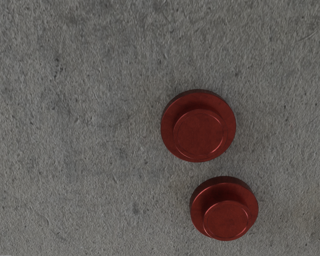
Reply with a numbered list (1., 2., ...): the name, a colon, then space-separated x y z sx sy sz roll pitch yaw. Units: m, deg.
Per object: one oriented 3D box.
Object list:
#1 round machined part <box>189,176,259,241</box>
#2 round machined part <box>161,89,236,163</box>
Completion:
1. round machined part: 0.093 0.122 0.446 0.099 0.042 0.097 0 110 0
2. round machined part: 0.050 0.002 0.402 0.099 0.042 0.097 0 110 0
